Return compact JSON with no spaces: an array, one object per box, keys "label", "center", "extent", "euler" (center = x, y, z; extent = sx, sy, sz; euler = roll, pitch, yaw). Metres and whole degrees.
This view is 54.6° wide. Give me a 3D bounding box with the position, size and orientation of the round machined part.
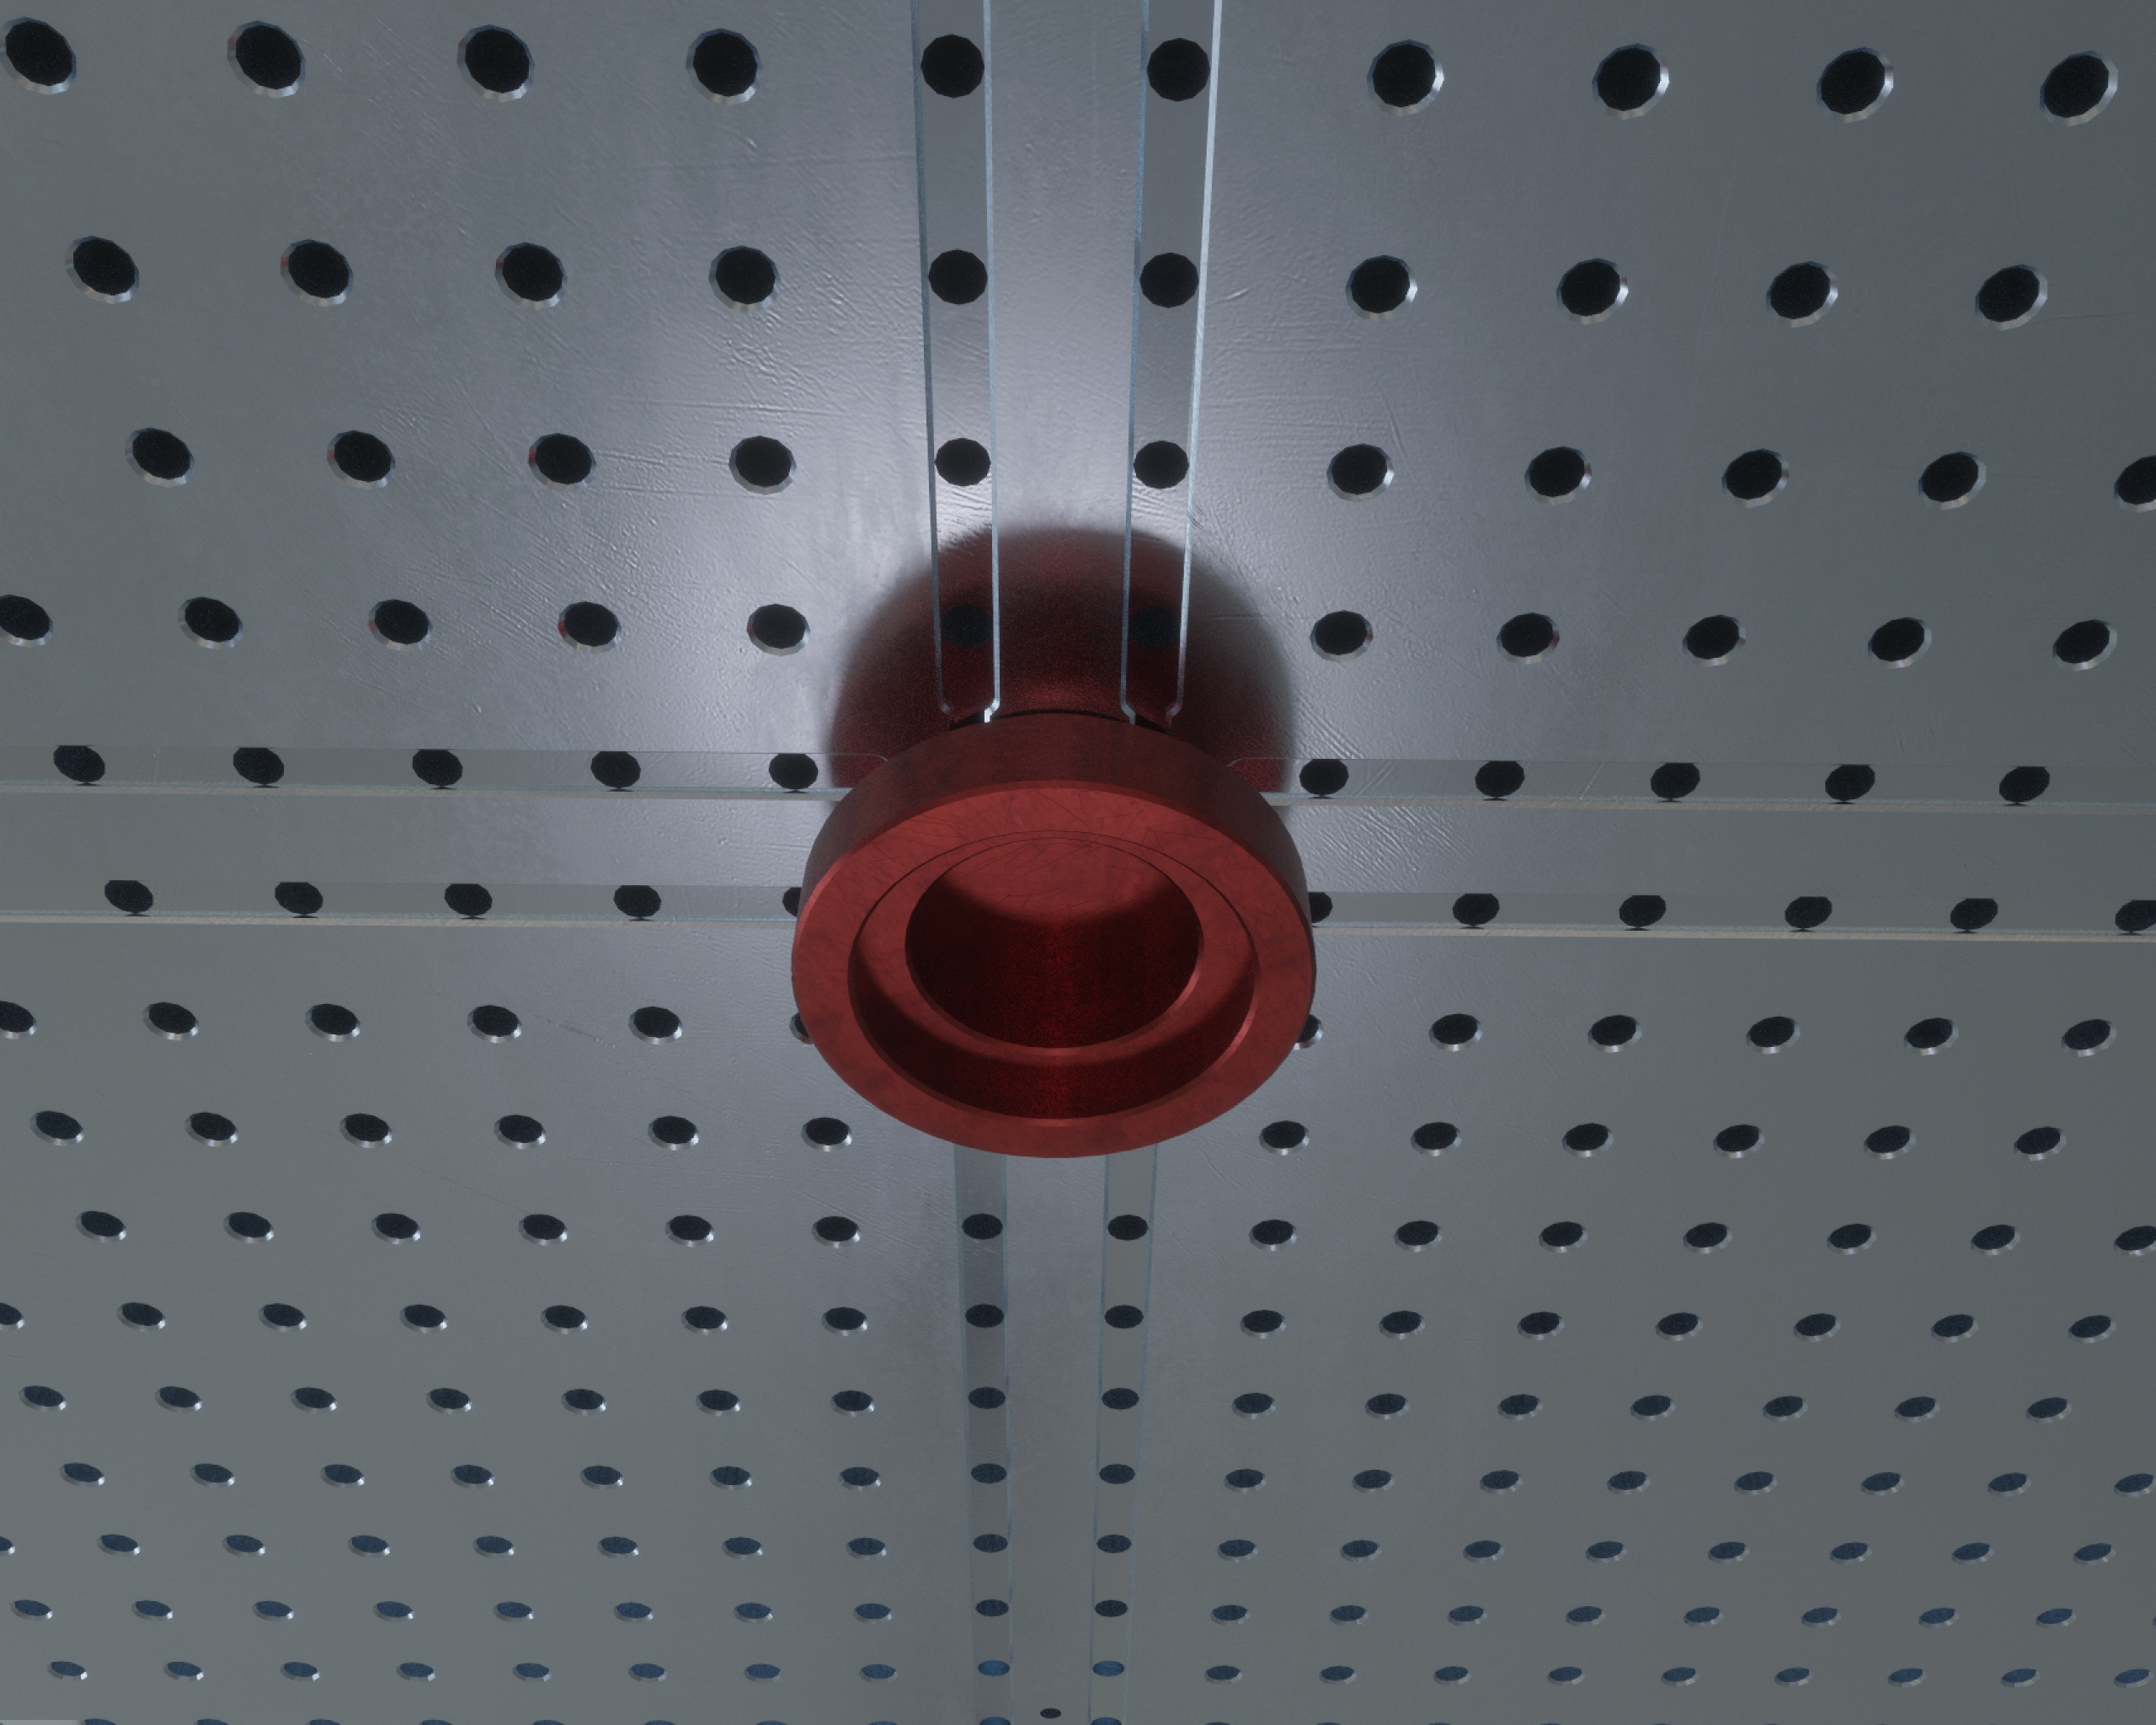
[{"label":"round machined part","center":[-0.005,0.010,0.408],"extent":[0.099,0.042,0.097],"euler":[0,130,0]}]
